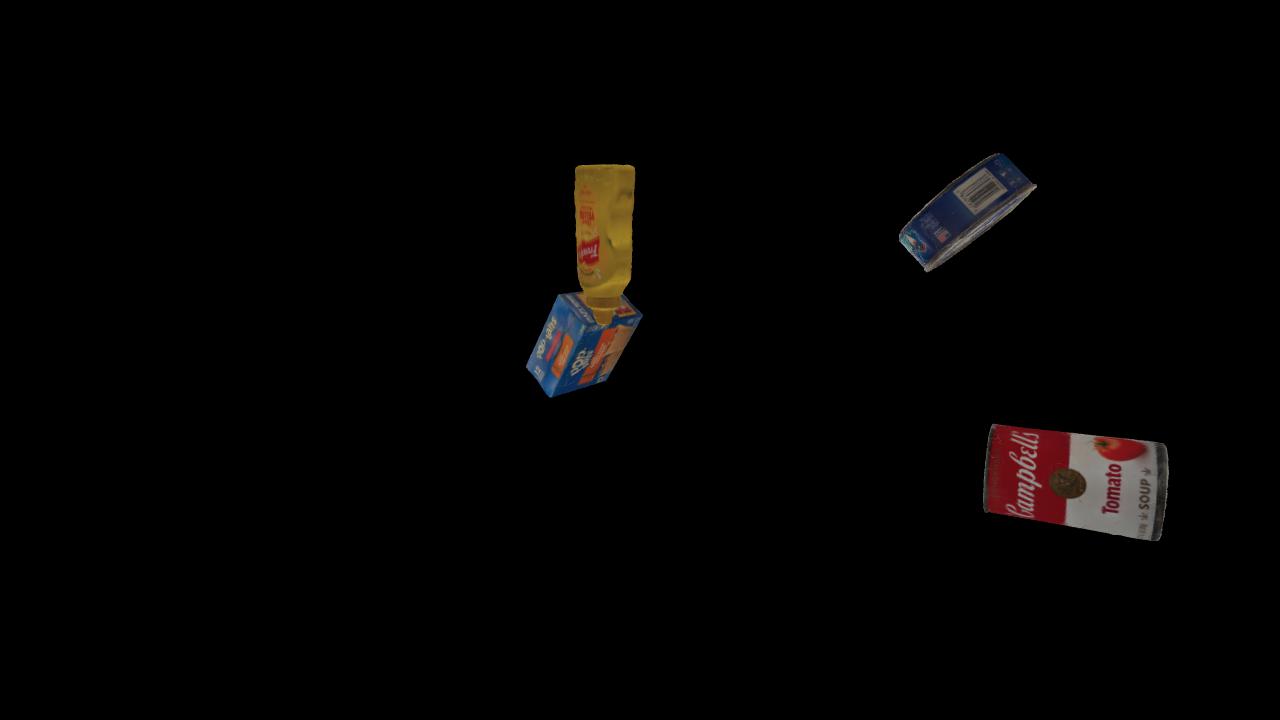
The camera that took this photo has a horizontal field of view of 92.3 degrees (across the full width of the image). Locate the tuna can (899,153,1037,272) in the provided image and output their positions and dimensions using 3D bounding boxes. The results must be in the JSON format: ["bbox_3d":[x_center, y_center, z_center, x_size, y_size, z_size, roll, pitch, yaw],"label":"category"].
[{"bbox_3d":[0.222,-0.100,0.423,0.084,0.034,0.084,-34,-13,-9],"label":"tuna can"}]

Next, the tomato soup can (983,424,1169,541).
[{"bbox_3d":[0.305,0.085,0.436,0.101,0.068,0.068,5,3,35],"label":"tomato soup can"}]

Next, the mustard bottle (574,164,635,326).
[{"bbox_3d":[-0.042,-0.130,0.715,0.054,0.184,0.092,-12,20,-39],"label":"mustard bottle"}]

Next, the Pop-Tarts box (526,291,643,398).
[{"bbox_3d":[-0.097,-0.032,1.067,0.141,0.167,0.083,-15,54,-48],"label":"Pop-Tarts box"}]
